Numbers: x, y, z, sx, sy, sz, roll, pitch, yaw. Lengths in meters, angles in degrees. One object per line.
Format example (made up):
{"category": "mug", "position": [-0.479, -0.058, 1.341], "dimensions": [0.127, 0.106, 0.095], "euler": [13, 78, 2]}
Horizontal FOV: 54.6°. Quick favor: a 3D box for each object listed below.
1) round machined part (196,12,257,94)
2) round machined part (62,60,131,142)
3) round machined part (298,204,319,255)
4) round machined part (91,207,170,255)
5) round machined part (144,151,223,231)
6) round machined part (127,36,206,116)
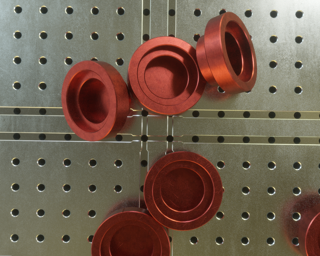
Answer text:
{"category": "round machined part", "position": [0.081, -0.089, 0.387], "dimensions": [0.042, 0.099, 0.098], "euler": [-11, 90, 39]}
{"category": "round machined part", "position": [-0.075, -0.034, 0.389], "dimensions": [0.098, 0.042, 0.097], "euler": [6, 101, 35]}
{"category": "round machined part", "position": [0.230, 0.143, 0.406], "dimensions": [0.099, 0.042, 0.097], "euler": [0, 90, 0]}
{"category": "round machined part", "position": [-0.036, 0.151, 0.405], "dimensions": [0.099, 0.042, 0.097], "euler": [0, 90, 0]}
{"category": "round machined part", "position": [0.028, 0.078, 0.403], "dimensions": [0.099, 0.042, 0.098], "euler": [0, 87, -2]}
{"category": "round machined part", "position": [0.007, -0.064, 0.399], "dimensions": [0.099, 0.042, 0.098], "euler": [1, 86, -11]}
